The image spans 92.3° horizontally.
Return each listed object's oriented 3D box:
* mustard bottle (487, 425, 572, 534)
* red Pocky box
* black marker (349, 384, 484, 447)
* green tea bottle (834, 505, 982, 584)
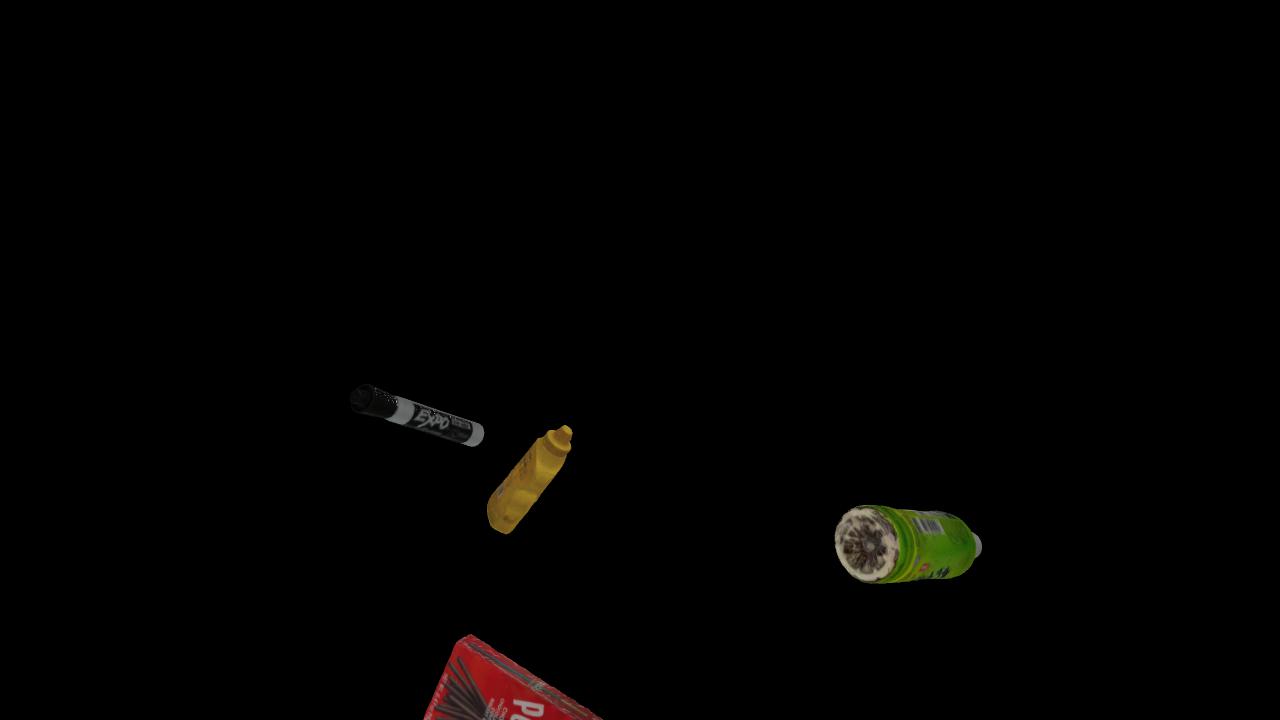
[{"bbox_3d":[-0.156,0.165,0.904,0.054,0.184,0.092,34,20,-14],"label":"mustard bottle"},{"bbox_3d":[-0.114,0.322,0.549,0.155,0.083,0.028,23,-1,18],"label":"red Pocky box"},{"bbox_3d":[-0.149,0.040,0.421,0.020,0.020,0.121,0,-18,22],"label":"black marker"},{"bbox_3d":[0.284,0.185,0.618,0.212,0.073,0.073,12,-7,-36],"label":"green tea bottle"}]
